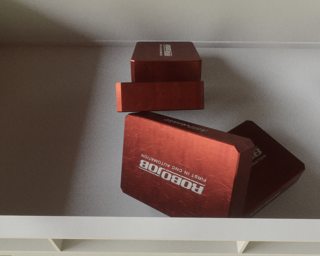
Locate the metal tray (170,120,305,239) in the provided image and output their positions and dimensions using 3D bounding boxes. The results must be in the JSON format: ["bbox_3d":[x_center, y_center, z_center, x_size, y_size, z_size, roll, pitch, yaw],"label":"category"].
[{"bbox_3d":[0.087,0.054,0.357,0.131,0.030,0.090,-29,56,-22],"label":"metal tray"}]

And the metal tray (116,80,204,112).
[{"bbox_3d":[-0.005,-0.038,0.378,0.091,0.030,0.130,-2,6,-5],"label":"metal tray"}]

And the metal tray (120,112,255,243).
[{"bbox_3d":[0.019,0.040,0.303,0.130,0.089,0.030,17,19,37],"label":"metal tray"}]

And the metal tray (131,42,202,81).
[{"bbox_3d":[0.008,-0.099,0.452,0.091,0.030,0.130,0,26,0],"label":"metal tray"}]
